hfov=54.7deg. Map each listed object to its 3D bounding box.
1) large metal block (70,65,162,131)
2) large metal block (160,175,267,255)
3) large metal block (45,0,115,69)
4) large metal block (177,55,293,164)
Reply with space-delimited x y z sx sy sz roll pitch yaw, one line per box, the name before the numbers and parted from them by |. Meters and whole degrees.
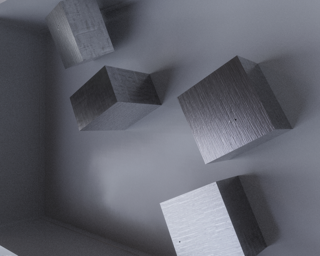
large metal block | -0.060 -0.036 0.418 0.080 0.081 0.050 -32 71 35
large metal block | 0.057 0.106 0.342 0.080 0.050 0.080 -31 71 35
large metal block | -0.120 -0.138 0.456 0.080 0.050 0.080 1 114 56
large metal block | 0.076 -0.016 0.326 0.080 0.050 0.080 -33 70 34
